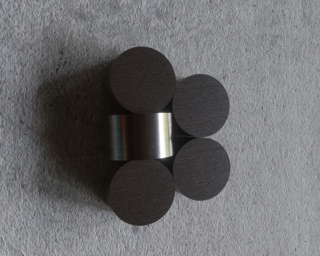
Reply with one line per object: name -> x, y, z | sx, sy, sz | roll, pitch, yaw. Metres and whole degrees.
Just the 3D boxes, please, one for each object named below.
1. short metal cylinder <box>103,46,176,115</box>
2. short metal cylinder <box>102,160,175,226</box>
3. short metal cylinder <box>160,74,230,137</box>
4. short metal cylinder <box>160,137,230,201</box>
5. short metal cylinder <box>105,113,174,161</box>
short metal cylinder -> -0.027, -0.056, 0.387 | 0.081, 0.050, 0.080 | 0, 90, -19
short metal cylinder -> -0.028, 0.075, 0.387 | 0.081, 0.050, 0.080 | 0, 90, -19
short metal cylinder -> 0.044, -0.029, 0.412 | 0.081, 0.050, 0.080 | 0, 91, -20
short metal cylinder -> 0.045, 0.051, 0.413 | 0.081, 0.050, 0.080 | 0, 91, -19
short metal cylinder -> -0.025, 0.009, 0.372 | 0.081, 0.080, 0.050 | -3, 92, -20
